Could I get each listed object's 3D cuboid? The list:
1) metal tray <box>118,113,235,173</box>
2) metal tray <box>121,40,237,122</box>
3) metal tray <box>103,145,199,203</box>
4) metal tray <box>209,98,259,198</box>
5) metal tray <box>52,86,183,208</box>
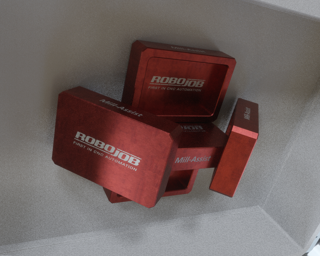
[{"bbox_3d":[0.018,0.014,0.383,0.131,0.090,0.030,0,118,-29],"label":"metal tray"},{"bbox_3d":[0.023,-0.053,0.383,0.131,0.030,0.089,-1,119,-29],"label":"metal tray"},{"bbox_3d":[-0.006,0.053,0.431,0.131,0.030,0.089,0,118,-29],"label":"metal tray"},{"bbox_3d":[0.101,0.020,0.415,0.030,0.130,0.089,19,115,10],"label":"metal tray"},{"bbox_3d":[-0.050,0.019,0.331,0.030,0.130,0.089,-40,148,-61],"label":"metal tray"}]
